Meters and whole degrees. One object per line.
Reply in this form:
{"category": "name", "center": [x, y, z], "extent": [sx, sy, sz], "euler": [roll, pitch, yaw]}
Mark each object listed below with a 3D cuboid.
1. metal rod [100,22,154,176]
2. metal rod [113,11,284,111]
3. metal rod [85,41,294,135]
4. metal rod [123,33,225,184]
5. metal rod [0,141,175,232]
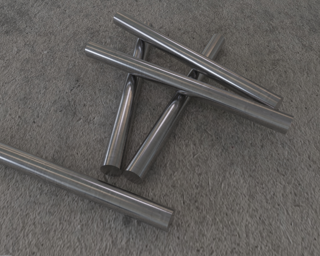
{"category": "metal rod", "center": [-0.040, -0.064, 0.456], "extent": [0.025, 0.025, 0.300], "euler": [5, 50, 4]}
{"category": "metal rod", "center": [0.040, -0.107, 0.459], "extent": [0.300, 0.025, 0.025], "euler": [36, 59, 26]}
{"category": "metal rod", "center": [0.026, -0.061, 0.420], "extent": [0.301, 0.025, 0.025], "euler": [24, 54, 18]}
{"category": "metal rod", "center": [0.034, -0.047, 0.442], "extent": [0.025, 0.025, 0.301], "euler": [20, 53, 16]}
{"category": "metal rod", "center": [-0.127, 0.051, 0.358], "extent": [0.301, 0.025, 0.025], "euler": [18, 52, 14]}
